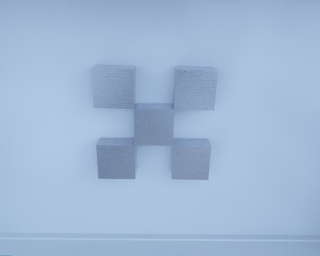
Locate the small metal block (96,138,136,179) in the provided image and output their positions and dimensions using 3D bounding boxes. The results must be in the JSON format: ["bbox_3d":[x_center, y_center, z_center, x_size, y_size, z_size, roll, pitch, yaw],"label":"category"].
[{"bbox_3d":[-0.058,0.042,0.424,0.050,0.025,0.050,1,110,-1],"label":"small metal block"}]

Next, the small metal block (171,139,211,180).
[{"bbox_3d":[0.041,0.043,0.425,0.050,0.025,0.050,1,110,-1],"label":"small metal block"}]

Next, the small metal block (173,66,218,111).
[{"bbox_3d":[0.044,-0.050,0.390,0.050,0.025,0.050,2,110,-1],"label":"small metal block"}]

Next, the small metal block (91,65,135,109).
[{"bbox_3d":[-0.057,-0.052,0.389,0.050,0.025,0.050,1,110,-1],"label":"small metal block"}]

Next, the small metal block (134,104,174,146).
[{"bbox_3d":[-0.008,-0.005,0.407,0.050,0.025,0.050,0,110,-1],"label":"small metal block"}]
